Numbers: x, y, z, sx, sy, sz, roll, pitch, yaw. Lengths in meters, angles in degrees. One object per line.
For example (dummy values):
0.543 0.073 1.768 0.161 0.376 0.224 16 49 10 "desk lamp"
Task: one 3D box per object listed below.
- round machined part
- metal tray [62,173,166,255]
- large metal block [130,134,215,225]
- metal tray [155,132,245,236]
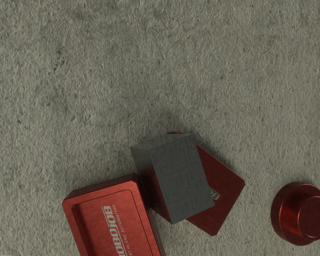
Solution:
0.228 0.137 0.487 0.099 0.042 0.097 0 90 -21 "round machined part"
-0.050 0.129 0.371 0.090 0.030 0.129 -17 97 4 "metal tray"
0.010 0.052 0.352 0.050 0.080 0.080 -19 95 -18 "large metal block"
0.044 0.076 0.424 0.130 0.030 0.090 37 78 -17 "metal tray"
